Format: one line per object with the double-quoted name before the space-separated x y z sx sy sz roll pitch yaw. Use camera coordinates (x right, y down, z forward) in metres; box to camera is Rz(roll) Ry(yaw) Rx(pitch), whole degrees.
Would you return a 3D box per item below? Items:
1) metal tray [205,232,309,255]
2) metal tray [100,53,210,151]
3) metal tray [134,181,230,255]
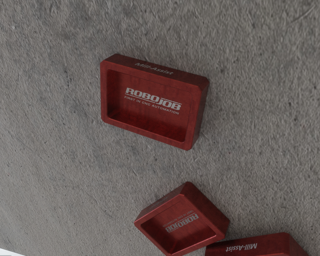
"metal tray" 0.139 0.192 0.436 0.130 0.030 0.090 -26 118 37
"metal tray" -0.011 -0.033 0.388 0.130 0.030 0.089 18 126 17
"metal tray" 0.030 0.147 0.478 0.090 0.030 0.129 45 129 -4
